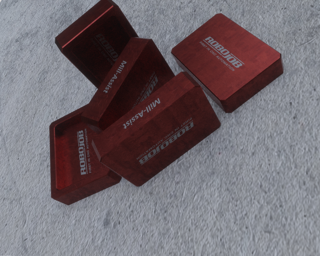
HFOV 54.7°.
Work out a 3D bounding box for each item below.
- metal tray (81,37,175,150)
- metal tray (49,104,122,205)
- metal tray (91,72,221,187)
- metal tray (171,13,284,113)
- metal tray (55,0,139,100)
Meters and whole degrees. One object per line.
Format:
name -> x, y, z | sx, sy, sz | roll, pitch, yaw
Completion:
metal tray -> -0.035, -0.041, 0.405 | 0.030, 0.090, 0.130 | 18, 71, 35
metal tray -> -0.109, 0.031, 0.438 | 0.090, 0.030, 0.130 | -25, 53, 12
metal tray -> 0.000, 0.006, 0.359 | 0.130, 0.090, 0.030 | -37, 51, 3
metal tray -> 0.085, -0.091, 0.412 | 0.090, 0.030, 0.130 | -38, 51, 2
metal tray -> -0.068, -0.101, 0.434 | 0.090, 0.130, 0.030 | -40, 52, 1
